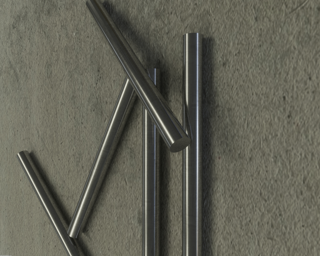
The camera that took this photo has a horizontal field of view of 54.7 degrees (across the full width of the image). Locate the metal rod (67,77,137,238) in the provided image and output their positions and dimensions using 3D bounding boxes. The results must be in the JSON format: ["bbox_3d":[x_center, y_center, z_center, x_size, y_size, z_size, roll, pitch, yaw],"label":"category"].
[{"bbox_3d":[-0.088,0.048,0.477,0.025,0.025,0.298,37,112,34],"label":"metal rod"}]

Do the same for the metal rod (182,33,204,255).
[{"bbox_3d":[0.039,0.038,0.372,0.025,0.025,0.298,0,90,40],"label":"metal rod"}]

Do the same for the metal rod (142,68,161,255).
[{"bbox_3d":[-0.011,0.072,0.414,0.025,0.025,0.298,0,90,40],"label":"metal rod"}]

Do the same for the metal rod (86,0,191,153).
[{"bbox_3d":[-0.042,-0.090,0.411,0.025,0.025,0.299,-51,52,28],"label":"metal rod"}]

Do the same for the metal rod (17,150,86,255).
[{"bbox_3d":[-0.195,0.153,0.566,0.300,0.025,0.025,48,118,29],"label":"metal rod"}]
